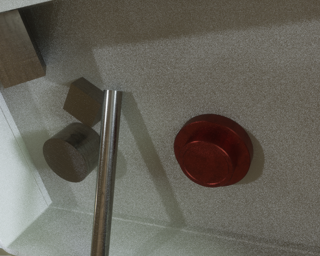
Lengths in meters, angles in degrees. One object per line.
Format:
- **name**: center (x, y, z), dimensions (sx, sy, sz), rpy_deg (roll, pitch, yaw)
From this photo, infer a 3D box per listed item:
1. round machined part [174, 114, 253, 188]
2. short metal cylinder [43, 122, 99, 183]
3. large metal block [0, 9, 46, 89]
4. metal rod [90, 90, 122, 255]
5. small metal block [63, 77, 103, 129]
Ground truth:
- **round machined part**: center (0.062, 0.035, 0.386), dimensions (0.098, 0.042, 0.097), rpy_deg (13, 124, 20)
- **short metal cylinder**: center (-0.133, 0.038, 0.484), dimensions (0.080, 0.050, 0.079), rpy_deg (13, 124, 20)
- **large metal block**: center (-0.187, -0.104, 0.397), dimensions (0.050, 0.080, 0.080), rpy_deg (-21, 115, -11)
- **metal rod**: center (-0.076, 0.098, 0.423), dimensions (0.025, 0.025, 0.298), rpy_deg (7, 95, 24)
- **small metal block**: center (-0.104, -0.035, 0.440), dimensions (0.050, 0.025, 0.050), rpy_deg (36, 129, 4)
